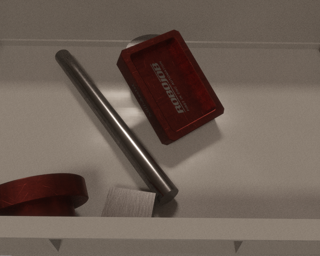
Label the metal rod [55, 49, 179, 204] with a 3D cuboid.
[{"bbox_3d":[-0.073,-0.020,0.420,0.025,0.025,0.300,-27,55,-21],"label":"metal rod"}]

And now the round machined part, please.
[{"bbox_3d":[-0.117,0.080,0.293,0.099,0.098,0.042,-14,69,-12],"label":"round machined part"}]

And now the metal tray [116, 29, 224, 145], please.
[{"bbox_3d":[0.014,-0.054,0.406,0.091,0.030,0.130,-29,87,-22],"label":"metal tray"}]

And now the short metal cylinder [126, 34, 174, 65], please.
[{"bbox_3d":[-0.010,-0.099,0.472,0.081,0.050,0.080,0,50,0],"label":"short metal cylinder"}]

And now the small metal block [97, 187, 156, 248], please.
[{"bbox_3d":[-0.033,0.093,0.326,0.050,0.025,0.050,7,50,5],"label":"small metal block"}]
